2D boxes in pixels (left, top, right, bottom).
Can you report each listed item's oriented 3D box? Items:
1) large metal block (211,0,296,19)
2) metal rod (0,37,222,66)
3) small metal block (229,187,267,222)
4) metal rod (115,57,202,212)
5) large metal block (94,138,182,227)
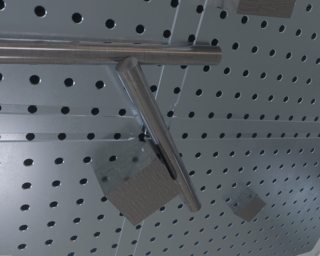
[{"bbox_3d":[0.113,-0.173,0.350,0.081,0.050,0.079,-6,121,-26],"label":"large metal block"},{"bbox_3d":[-0.065,-0.079,0.326,0.303,0.025,0.025,-5,121,-26],"label":"metal rod"},{"bbox_3d":[0.169,0.148,0.595,0.050,0.025,0.050,-49,129,7],"label":"small metal block"},{"bbox_3d":[0.012,0.033,0.421,0.025,0.025,0.299,-32,134,-7],"label":"metal rod"},{"bbox_3d":[-0.029,0.075,0.425,0.080,0.050,0.080,-35,129,-5],"label":"large metal block"}]
